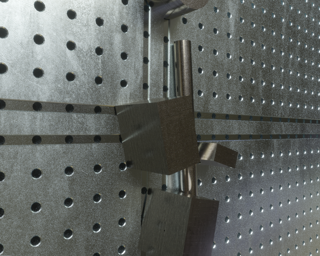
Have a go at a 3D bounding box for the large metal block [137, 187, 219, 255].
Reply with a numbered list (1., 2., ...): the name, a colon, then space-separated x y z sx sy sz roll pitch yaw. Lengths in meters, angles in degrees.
1. large metal block: 0.022 0.124 0.395 0.050 0.080 0.080 17 79 -39

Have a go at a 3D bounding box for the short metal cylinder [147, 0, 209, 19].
1. short metal cylinder: 0.024 -0.193 0.414 0.081 0.050 0.079 0 90 -40

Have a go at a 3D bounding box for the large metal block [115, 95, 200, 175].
1. large metal block: -0.004 0.006 0.372 0.050 0.080 0.079 -16 101 -39

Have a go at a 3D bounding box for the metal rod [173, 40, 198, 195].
1. metal rod: 0.039 0.027 0.444 0.025 0.025 0.298 -5 94 -40

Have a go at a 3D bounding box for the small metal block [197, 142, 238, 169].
1. small metal block: 0.079 0.040 0.462 0.050 0.050 0.025 22 76 -38
